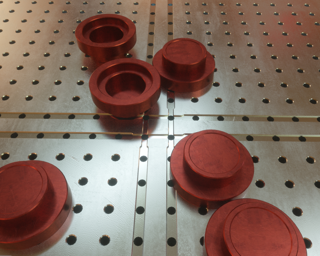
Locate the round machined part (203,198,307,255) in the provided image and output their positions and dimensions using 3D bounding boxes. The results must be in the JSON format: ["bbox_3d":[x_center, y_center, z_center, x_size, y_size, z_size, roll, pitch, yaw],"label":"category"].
[{"bbox_3d":[0.093,0.113,0.303,0.099,0.042,0.098,0,50,0],"label":"round machined part"}]

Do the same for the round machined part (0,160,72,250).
[{"bbox_3d":[-0.150,0.075,0.334,0.099,0.042,0.098,0,50,0],"label":"round machined part"}]

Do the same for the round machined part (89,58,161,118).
[{"bbox_3d":[-0.048,-0.053,0.441,0.099,0.042,0.098,0,50,0],"label":"round machined part"}]

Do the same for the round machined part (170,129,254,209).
[{"bbox_3d":[0.061,0.040,0.363,0.099,0.042,0.098,0,50,0],"label":"round machined part"}]

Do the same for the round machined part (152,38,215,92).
[{"bbox_3d":[0.037,-0.104,0.485,0.099,0.042,0.098,0,50,0],"label":"round machined part"}]

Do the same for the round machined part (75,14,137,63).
[{"bbox_3d":[-0.088,-0.147,0.520,0.099,0.042,0.098,0,50,0],"label":"round machined part"}]
